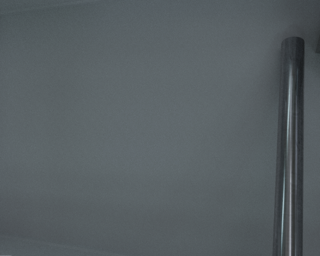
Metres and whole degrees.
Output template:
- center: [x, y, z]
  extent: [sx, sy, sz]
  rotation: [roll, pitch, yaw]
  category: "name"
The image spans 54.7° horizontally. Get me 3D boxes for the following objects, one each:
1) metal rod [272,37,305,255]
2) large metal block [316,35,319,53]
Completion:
- center: [0.128, 0.039, 0.305]
  extent: [0.025, 0.025, 0.299]
  rotation: [3, 68, 19]
  category: "metal rod"
- center: [0.199, -0.121, 0.312]
  extent: [0.050, 0.080, 0.079]
  rotation: [13, 94, 19]
  category: "large metal block"
